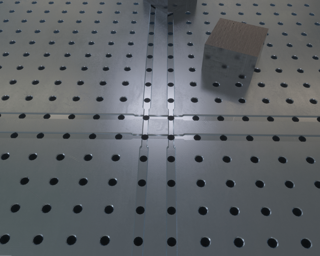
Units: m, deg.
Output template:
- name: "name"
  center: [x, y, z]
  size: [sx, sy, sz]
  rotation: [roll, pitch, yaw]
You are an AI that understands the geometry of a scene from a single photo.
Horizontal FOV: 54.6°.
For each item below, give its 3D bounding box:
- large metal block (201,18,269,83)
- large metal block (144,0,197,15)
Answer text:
- name: "large metal block"
  center: [0.120, -0.126, 0.498]
  size: [0.080, 0.050, 0.080]
  rotation: [19, 52, 15]
- name: "large metal block"
  center: [0.020, -0.282, 0.629]
  size: [0.080, 0.050, 0.080]
  rotation: [-32, 57, -24]
